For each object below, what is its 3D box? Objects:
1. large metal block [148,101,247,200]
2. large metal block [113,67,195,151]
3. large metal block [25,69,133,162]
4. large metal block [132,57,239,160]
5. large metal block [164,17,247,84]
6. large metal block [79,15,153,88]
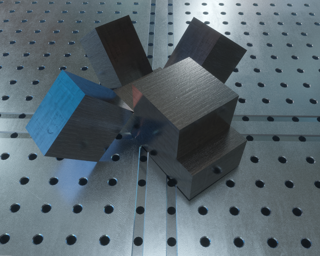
[{"bbox_3d":[0.042,0.024,0.371,0.080,0.050,0.080,-29,55,-23],"label":"large metal block"},{"bbox_3d":[-0.007,-0.026,0.414,0.080,0.050,0.080,-31,57,-23],"label":"large metal block"},{"bbox_3d":[-0.091,-0.010,0.360,0.050,0.080,0.080,44,104,31],"label":"large metal block"},{"bbox_3d":[0.026,-0.025,0.346,0.080,0.050,0.080,-29,57,-24],"label":"large metal block"},{"bbox_3d":[0.063,-0.095,0.432,0.050,0.080,0.080,44,23,31],"label":"large metal block"},{"bbox_3d":[-0.064,-0.103,0.438,0.050,0.080,0.080,-31,17,-23],"label":"large metal block"}]
